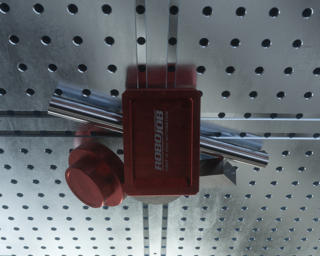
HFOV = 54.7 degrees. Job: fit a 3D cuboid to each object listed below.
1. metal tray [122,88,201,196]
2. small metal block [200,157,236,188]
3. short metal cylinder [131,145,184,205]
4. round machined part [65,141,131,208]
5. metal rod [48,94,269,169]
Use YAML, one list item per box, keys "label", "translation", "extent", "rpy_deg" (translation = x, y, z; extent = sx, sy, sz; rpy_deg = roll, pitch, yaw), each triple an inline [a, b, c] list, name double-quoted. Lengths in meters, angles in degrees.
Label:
- label: "metal tray"
  translation: [0.002, 0.017, 0.379]
  extent: [0.091, 0.030, 0.129]
  rpy_deg: [-1, 101, -1]
- label: "small metal block"
  translation: [0.078, 0.066, 0.449]
  extent: [0.050, 0.025, 0.050]
  rpy_deg: [-11, 148, 30]
- label: "short metal cylinder"
  translation: [-0.005, 0.066, 0.446]
  extent: [0.081, 0.050, 0.079]
  rpy_deg: [0, 130, 0]
- label: "round machined part"
  translation: [-0.090, 0.070, 0.424]
  extent: [0.098, 0.042, 0.097]
  rpy_deg: [20, 130, 26]
- label: "metal rod"
  translation: [0.008, 0.009, 0.414]
  extent: [0.302, 0.025, 0.025]
  rpy_deg: [15, 129, -13]
